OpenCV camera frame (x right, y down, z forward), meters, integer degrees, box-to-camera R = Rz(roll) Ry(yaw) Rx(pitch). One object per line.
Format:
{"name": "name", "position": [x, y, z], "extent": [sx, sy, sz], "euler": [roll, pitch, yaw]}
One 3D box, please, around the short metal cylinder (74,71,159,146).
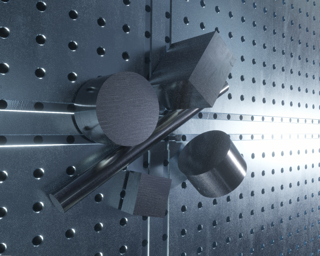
{"name": "short metal cylinder", "position": [-0.048, -0.021, 0.348], "extent": [0.081, 0.050, 0.079], "euler": [0, 90, -40]}

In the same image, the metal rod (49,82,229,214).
{"name": "metal rod", "position": [-0.004, 0.005, 0.402], "extent": [0.302, 0.025, 0.025], "euler": [-35, 112, -34]}

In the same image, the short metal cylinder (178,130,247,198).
{"name": "short metal cylinder", "position": [0.072, 0.049, 0.430], "extent": [0.050, 0.080, 0.080], "euler": [51, 60, -28]}

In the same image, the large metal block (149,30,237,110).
{"name": "large metal block", "position": [0.039, -0.071, 0.402], "extent": [0.050, 0.080, 0.080], "euler": [44, 64, -32]}

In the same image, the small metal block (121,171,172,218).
{"name": "small metal block", "position": [-0.016, 0.084, 0.391], "extent": [0.050, 0.025, 0.050], "euler": [19, 78, -38]}
